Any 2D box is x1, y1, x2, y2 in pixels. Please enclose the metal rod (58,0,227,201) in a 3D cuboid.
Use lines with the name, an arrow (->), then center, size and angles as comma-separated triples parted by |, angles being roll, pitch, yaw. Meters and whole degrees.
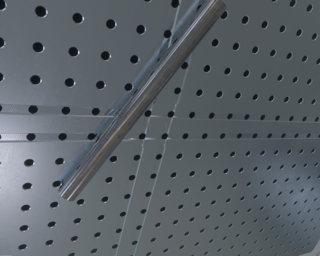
metal rod -> -0.026, -0.030, 0.377 | 0.025, 0.025, 0.299 | 33, 100, -38
